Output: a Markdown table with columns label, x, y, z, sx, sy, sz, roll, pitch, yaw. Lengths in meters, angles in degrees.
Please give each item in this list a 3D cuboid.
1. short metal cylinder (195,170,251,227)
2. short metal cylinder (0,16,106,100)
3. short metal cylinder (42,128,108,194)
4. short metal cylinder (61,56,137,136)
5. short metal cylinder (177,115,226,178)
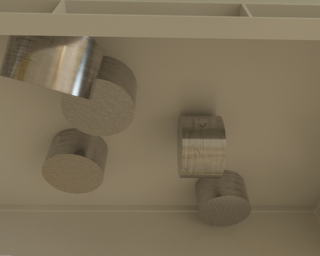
| label | x | y | z | sx | sy | sz | roll | pitch | yaw |
| --- | --- | --- | --- | --- | --- | --- | --- | --- | --- |
| short metal cylinder | 0.098 | 0.112 | 0.490 | 0.081 | 0.050 | 0.079 | 0 | 130 | 0 |
| short metal cylinder | -0.095 | -0.060 | 0.280 | 0.081 | 0.080 | 0.050 | 15 | 91 | -13 |
| short metal cylinder | -0.116 | 0.046 | 0.431 | 0.081 | 0.050 | 0.079 | 0 | 130 | 0 |
| short metal cylinder | -0.068 | -0.036 | 0.361 | 0.081 | 0.050 | 0.079 | -1 | 131 | 0 |
| short metal cylinder | 0.050 | 0.024 | 0.394 | 0.050 | 0.080 | 0.079 | 1 | 130 | -1 |
